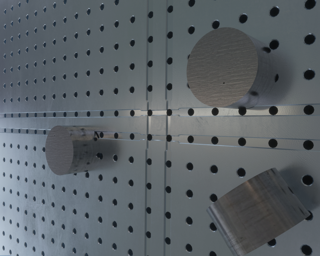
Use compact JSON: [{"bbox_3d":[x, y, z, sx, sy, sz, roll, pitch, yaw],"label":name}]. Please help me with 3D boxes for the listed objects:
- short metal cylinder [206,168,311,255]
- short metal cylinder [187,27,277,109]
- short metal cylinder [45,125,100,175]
[{"bbox_3d":[0.092,0.081,0.297,0.080,0.081,0.050,-46,63,30],"label":"short metal cylinder"},{"bbox_3d":[0.076,-0.061,0.330,0.080,0.050,0.079,0,90,40],"label":"short metal cylinder"},{"bbox_3d":[-0.146,0.036,0.514,0.080,0.050,0.079,0,90,40],"label":"short metal cylinder"}]
